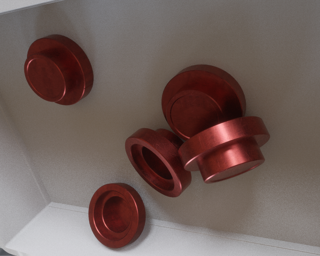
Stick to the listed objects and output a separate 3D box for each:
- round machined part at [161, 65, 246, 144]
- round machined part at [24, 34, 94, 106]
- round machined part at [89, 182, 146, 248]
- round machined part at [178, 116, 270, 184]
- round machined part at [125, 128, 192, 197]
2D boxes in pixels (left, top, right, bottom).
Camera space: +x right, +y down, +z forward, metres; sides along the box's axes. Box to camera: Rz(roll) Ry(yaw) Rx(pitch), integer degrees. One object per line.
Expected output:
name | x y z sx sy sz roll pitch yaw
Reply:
round machined part | 0.046 -0.020 0.360 0.098 0.042 0.097 13 124 20
round machined part | -0.145 -0.075 0.426 0.098 0.042 0.097 13 124 20
round machined part | -0.063 0.136 0.495 0.098 0.042 0.097 -3 83 30
round machined part | 0.073 0.029 0.337 0.098 0.099 0.042 -37 63 38
round machined part | 0.003 0.040 0.405 0.098 0.042 0.097 34 147 26
